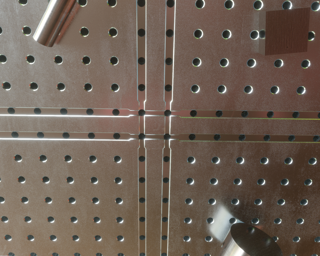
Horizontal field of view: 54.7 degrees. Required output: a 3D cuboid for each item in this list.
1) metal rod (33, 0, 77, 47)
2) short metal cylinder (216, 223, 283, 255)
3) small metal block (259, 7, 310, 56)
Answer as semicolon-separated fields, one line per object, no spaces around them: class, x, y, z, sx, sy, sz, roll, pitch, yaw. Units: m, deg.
metal rod;-0.056;-0.213;0.315;0.025;0.025;0.299;33;113;-12
short metal cylinder;0.130;0.186;0.455;0.080;0.080;0.050;19;109;-7
small metal block;0.148;-0.116;0.373;0.050;0.025;0.050;-5;110;1
